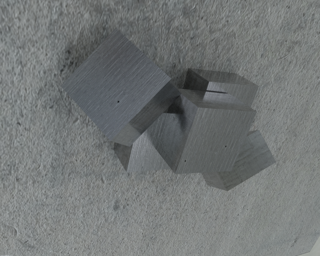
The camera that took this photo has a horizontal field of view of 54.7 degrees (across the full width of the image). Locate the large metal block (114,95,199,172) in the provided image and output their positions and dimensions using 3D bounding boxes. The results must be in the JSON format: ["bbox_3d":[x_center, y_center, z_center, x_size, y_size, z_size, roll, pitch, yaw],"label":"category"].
[{"bbox_3d":[-0.006,0.006,0.391,0.081,0.050,0.079,0,119,-29],"label":"large metal block"}]

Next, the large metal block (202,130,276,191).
[{"bbox_3d":[0.105,0.046,0.452,0.080,0.080,0.050,-28,90,-11],"label":"large metal block"}]

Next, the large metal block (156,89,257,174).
[{"bbox_3d":[0.051,0.004,0.357,0.081,0.050,0.079,2,118,-30],"label":"large metal block"}]

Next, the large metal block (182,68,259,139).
[{"bbox_3d":[0.073,-0.031,0.415,0.081,0.050,0.079,0,119,-29],"label":"large metal block"}]

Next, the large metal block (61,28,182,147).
[{"bbox_3d":[-0.038,-0.039,0.320,0.080,0.080,0.050,-46,163,3],"label":"large metal block"}]
